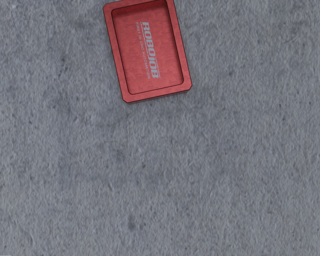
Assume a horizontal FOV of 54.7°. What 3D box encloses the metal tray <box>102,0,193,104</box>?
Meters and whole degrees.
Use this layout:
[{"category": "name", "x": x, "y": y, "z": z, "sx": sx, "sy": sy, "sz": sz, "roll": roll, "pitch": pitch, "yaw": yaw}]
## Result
[{"category": "metal tray", "x": -0.016, "y": -0.103, "z": 0.407, "sx": 0.091, "sy": 0.030, "sz": 0.129, "roll": -12, "pitch": 90, "yaw": -1}]
